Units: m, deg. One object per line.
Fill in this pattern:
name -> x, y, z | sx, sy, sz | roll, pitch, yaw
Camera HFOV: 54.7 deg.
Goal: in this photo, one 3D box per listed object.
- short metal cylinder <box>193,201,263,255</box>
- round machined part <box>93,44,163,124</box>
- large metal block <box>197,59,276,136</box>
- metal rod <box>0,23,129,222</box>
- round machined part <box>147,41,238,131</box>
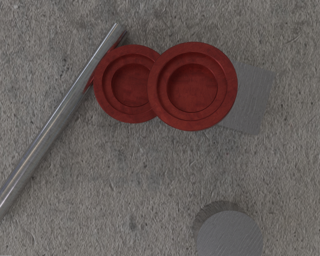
short metal cylinder -> 0.084, 0.139, 0.398 | 0.081, 0.050, 0.080 | 0, 90, 0
round machined part -> -0.033, -0.054, 0.401 | 0.099, 0.042, 0.097 | 0, 90, -1
large metal block -> 0.090, -0.040, 0.398 | 0.080, 0.050, 0.080 | 16, 90, 0
metal rod -> -0.135, -0.008, 0.408 | 0.025, 0.025, 0.299 | 34, 90, 0
round machined part -> 0.037, -0.044, 0.354 | 0.098, 0.042, 0.097 | -1, 87, 11
